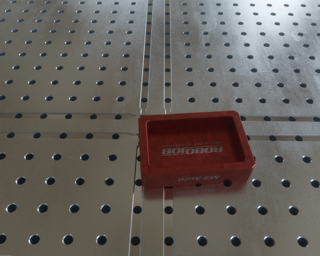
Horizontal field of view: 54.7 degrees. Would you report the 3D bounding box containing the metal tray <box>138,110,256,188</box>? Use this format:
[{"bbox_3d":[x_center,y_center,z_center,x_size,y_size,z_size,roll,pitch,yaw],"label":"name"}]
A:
[{"bbox_3d":[0.041,0.024,0.384,0.131,0.030,0.090,-3,50,-4],"label":"metal tray"}]
